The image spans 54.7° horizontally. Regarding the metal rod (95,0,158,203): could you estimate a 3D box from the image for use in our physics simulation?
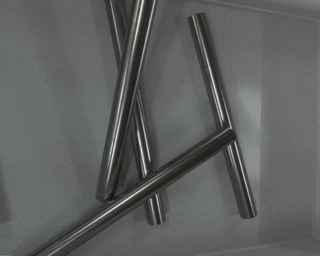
[{"bbox_3d":[-0.034,-0.049,0.336,0.025,0.025,0.298,6,112,-20],"label":"metal rod"}]

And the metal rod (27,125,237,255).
[{"bbox_3d":[-0.035,0.086,0.376,0.301,0.025,0.025,-33,101,-9],"label":"metal rod"}]

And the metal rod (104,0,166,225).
[{"bbox_3d":[-0.031,-0.023,0.399,0.025,0.025,0.298,-12,94,-20],"label":"metal rod"}]

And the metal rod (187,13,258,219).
[{"bbox_3d":[0.091,-0.013,0.445,0.025,0.025,0.298,-18,96,-19],"label":"metal rod"}]
